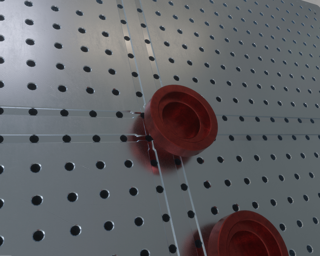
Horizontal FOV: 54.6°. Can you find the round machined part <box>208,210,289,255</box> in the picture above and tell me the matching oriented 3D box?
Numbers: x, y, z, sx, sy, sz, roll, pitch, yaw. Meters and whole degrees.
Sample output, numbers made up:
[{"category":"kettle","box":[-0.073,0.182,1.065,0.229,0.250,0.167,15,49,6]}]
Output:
[{"category":"round machined part","box":[0.097,0.149,0.358,0.099,0.042,0.098,13,56,-21]}]

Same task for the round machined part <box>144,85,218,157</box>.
[{"category":"round machined part","box":[0.024,-0.006,0.413,0.099,0.042,0.098,13,56,-21]}]
